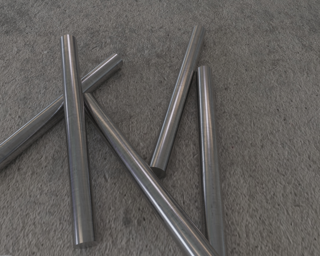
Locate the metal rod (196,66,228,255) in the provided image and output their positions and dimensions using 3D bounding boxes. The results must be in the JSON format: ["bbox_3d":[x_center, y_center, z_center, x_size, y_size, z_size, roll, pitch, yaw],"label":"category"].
[{"bbox_3d":[0.060,0.029,0.379,0.025,0.025,0.300,2,50,2],"label":"metal rod"}]

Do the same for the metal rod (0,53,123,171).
[{"bbox_3d":[-0.151,-0.012,0.411,0.025,0.025,0.301,27,55,21],"label":"metal rod"}]

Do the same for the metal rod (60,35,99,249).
[{"bbox_3d":[-0.105,-0.007,0.385,0.025,0.025,0.299,-10,58,-8],"label":"metal rod"}]

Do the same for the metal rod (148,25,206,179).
[{"bbox_3d":[0.032,-0.059,0.452,0.025,0.025,0.300,11,51,9],"label":"metal rod"}]

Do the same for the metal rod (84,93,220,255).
[{"bbox_3d":[-0.023,0.049,0.344,0.025,0.025,0.300,-26,50,-20],"label":"metal rod"}]
